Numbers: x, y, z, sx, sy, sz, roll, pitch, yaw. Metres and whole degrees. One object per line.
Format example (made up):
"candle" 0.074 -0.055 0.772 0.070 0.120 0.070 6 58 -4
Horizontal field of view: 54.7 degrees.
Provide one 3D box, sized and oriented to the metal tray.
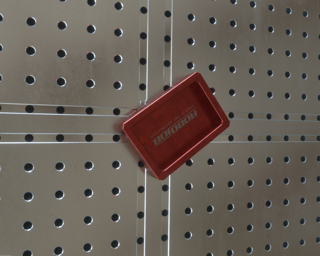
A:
"metal tray" 0.021 -0.004 0.418 0.131 0.030 0.090 -37 102 -17
